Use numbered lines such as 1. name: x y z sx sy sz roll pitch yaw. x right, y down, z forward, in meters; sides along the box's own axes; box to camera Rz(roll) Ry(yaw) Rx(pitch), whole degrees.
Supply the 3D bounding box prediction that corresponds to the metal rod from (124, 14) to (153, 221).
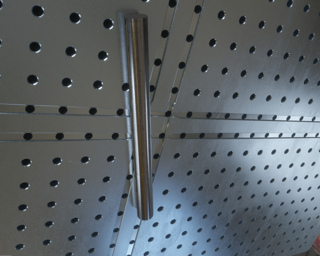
1. metal rod: -0.024 0.009 0.404 0.025 0.025 0.298 -14 125 -21
